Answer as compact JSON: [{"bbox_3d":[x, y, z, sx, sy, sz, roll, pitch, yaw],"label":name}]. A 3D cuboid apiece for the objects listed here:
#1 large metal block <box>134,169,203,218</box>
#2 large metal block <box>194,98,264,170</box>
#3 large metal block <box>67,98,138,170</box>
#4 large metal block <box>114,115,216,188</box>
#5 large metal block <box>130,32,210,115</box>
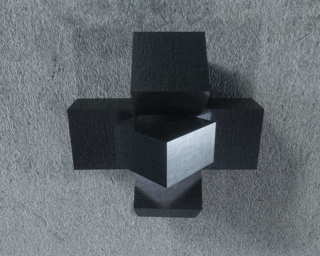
[{"bbox_3d":[0.010,0.087,0.407,0.081,0.080,0.050,1,67,0],"label":"large metal block"},{"bbox_3d":[0.081,0.006,0.398,0.081,0.050,0.079,0,110,-1],"label":"large metal block"},{"bbox_3d":[-0.068,0.006,0.399,0.081,0.050,0.079,-1,110,-1],"label":"large metal block"},{"bbox_3d":[0.006,0.017,0.353,0.080,0.081,0.050,18,117,41],"label":"large metal block"},{"bbox_3d":[0.010,-0.062,0.353,0.081,0.080,0.050,0,154,0],"label":"large metal block"}]
